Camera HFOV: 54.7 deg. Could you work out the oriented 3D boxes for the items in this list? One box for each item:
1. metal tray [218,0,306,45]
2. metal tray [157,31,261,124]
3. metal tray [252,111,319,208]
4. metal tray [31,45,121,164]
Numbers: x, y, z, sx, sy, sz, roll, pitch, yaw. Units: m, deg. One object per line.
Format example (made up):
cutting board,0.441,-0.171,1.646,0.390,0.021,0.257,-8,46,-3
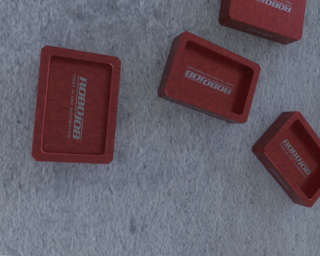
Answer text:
metal tray,0.157,-0.187,0.466,0.131,0.030,0.089,9,87,-20
metal tray,0.071,-0.067,0.433,0.131,0.030,0.090,18,84,-20
metal tray,0.216,0.049,0.488,0.090,0.030,0.130,-45,105,-15
metal tray,-0.099,-0.025,0.370,0.091,0.030,0.129,5,88,-20
